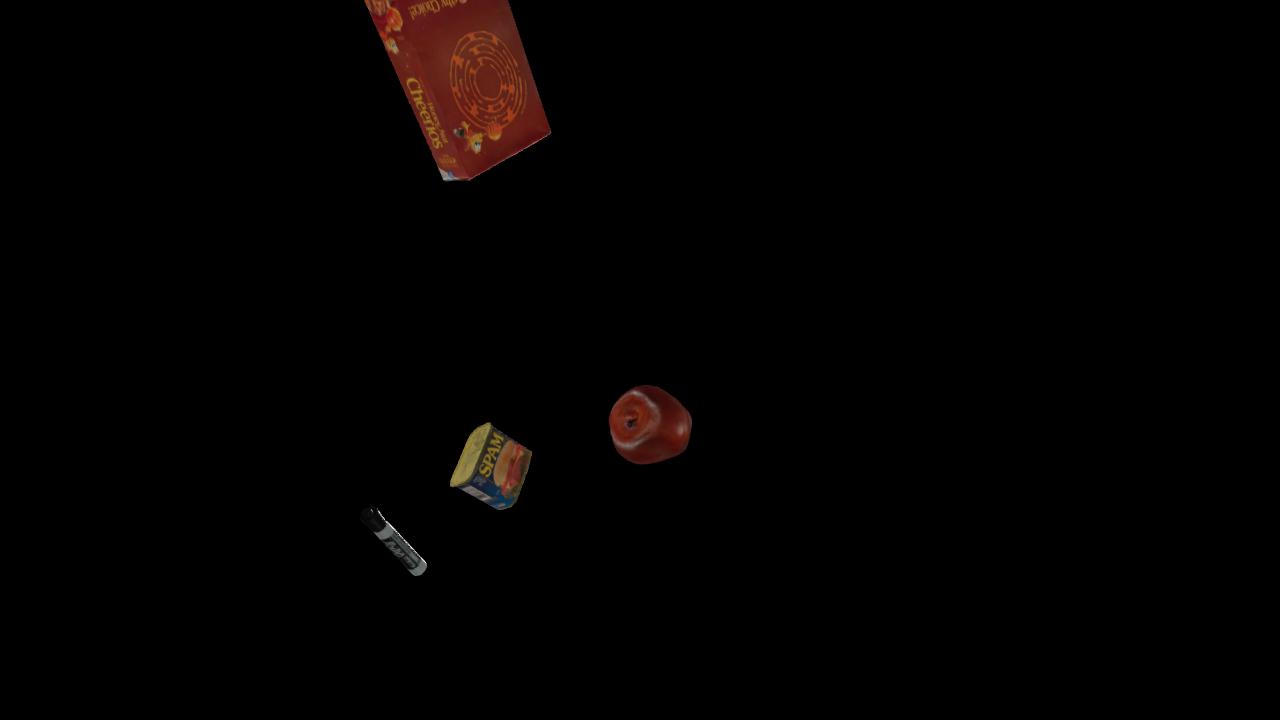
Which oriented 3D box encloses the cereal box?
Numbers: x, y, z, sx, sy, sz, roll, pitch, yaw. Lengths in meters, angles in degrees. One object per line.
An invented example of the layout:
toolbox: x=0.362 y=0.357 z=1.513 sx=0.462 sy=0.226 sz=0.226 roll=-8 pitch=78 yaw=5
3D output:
cereal box: x=-0.268 y=-0.453 z=0.933 sx=0.081 sy=0.306 sz=0.203 roll=12 pitch=44 yaw=35

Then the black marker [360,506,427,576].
black marker: x=-0.265 y=0.196 z=0.664 sx=0.020 sy=0.121 sz=0.020 roll=-9 pitch=43 yaw=8

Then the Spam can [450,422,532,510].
Spam can: x=-0.214 y=0.157 z=0.899 sx=0.058 sy=0.101 sz=0.085 roll=-23 pitch=-51 yaw=38

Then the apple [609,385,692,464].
apple: x=0.011 y=0.067 z=0.615 sx=0.079 sy=0.079 sz=0.093 roll=0 pitch=-12 yaw=33
